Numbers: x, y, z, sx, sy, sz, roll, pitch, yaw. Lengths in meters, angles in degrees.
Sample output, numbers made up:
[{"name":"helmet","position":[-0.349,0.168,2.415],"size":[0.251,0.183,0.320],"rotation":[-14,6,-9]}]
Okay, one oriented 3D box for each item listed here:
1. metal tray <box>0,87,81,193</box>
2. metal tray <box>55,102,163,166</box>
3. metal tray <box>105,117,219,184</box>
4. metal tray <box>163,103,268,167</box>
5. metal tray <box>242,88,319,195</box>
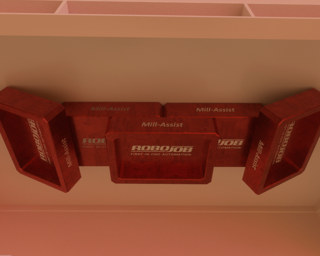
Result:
[{"name":"metal tray","position":[-0.155,0.018,0.394],"size":[0.090,0.030,0.129],"rotation":[17,133,19]},{"name":"metal tray","position":[-0.062,0.010,0.413],"size":[0.131,0.030,0.089],"rotation":[0,130,0]},{"name":"metal tray","position":[0.002,0.030,0.390],"size":[0.131,0.030,0.089],"rotation":[1,130,-1]},{"name":"metal tray","position":[0.069,0.011,0.415],"size":[0.131,0.030,0.089],"rotation":[0,130,0]},{"name":"metal tray","position":[0.160,0.020,0.397],"size":[0.091,0.030,0.129],"rotation":[-19,134,-21]}]
